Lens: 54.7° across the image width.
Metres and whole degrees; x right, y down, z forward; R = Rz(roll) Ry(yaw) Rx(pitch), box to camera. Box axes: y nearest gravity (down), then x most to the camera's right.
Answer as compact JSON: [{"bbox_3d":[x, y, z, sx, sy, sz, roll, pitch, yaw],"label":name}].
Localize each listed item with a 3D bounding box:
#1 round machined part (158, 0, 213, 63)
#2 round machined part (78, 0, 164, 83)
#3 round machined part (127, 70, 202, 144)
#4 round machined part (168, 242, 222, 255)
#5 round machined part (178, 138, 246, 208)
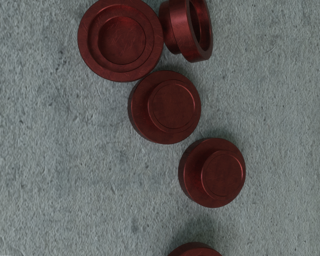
[{"bbox_3d":[0.032,-0.131,0.393,0.098,0.042,0.098,24,63,-60],"label":"round machined part"},{"bbox_3d":[-0.044,-0.103,0.372,0.099,0.042,0.097,0,95,0],"label":"round machined part"},{"bbox_3d":[0.011,-0.027,0.404,0.099,0.042,0.097,0,90,-20],"label":"round machined part"},{"bbox_3d":[0.041,0.201,0.415,0.099,0.042,0.097,0,90,-20],"label":"round machined part"},{"bbox_3d":[0.078,0.062,0.429,0.099,0.042,0.097,0,90,-20],"label":"round machined part"}]
